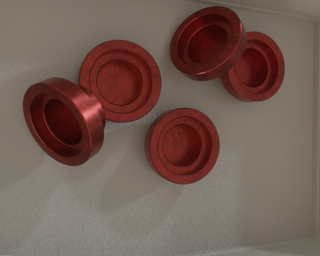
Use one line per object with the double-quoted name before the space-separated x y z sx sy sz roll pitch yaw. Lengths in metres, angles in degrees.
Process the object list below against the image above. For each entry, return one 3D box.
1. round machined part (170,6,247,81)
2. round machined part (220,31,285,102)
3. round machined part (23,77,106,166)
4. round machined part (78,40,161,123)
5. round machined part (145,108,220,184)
"round machined part" 0.065 -0.106 0.407 0.042 0.098 0.098 32 77 -53
"round machined part" 0.128 -0.086 0.450 0.099 0.042 0.097 0 90 -21
"round machined part" -0.100 -0.010 0.344 0.042 0.098 0.098 -41 106 -49
"round machined part" -0.051 -0.055 0.383 0.099 0.042 0.097 0 90 -21
"round machined part" 0.026 0.023 0.412 0.099 0.042 0.097 0 90 -21
